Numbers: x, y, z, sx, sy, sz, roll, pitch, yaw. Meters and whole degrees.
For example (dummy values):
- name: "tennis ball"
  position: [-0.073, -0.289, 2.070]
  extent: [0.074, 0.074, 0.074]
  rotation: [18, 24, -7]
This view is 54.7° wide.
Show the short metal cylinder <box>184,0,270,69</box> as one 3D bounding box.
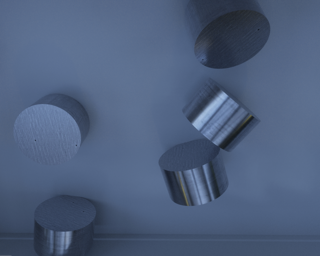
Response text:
- name: "short metal cylinder"
  position: [0.071, -0.111, 0.337]
  extent: [0.081, 0.050, 0.080]
  rotation: [-8, 149, -5]

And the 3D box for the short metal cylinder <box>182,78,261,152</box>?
- name: "short metal cylinder"
  position: [0.074, -0.016, 0.376]
  extent: [0.080, 0.080, 0.050]
  rotation: [37, 106, -13]

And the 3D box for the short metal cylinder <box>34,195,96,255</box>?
- name: "short metal cylinder"
  position: [-0.132, 0.138, 0.432]
  extent: [0.081, 0.080, 0.050]
  rotation: [8, 110, -3]

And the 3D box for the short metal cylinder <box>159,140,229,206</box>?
- name: "short metal cylinder"
  position: [0.044, 0.056, 0.403]
  extent: [0.080, 0.080, 0.050]
  rotation: [-15, 110, 5]

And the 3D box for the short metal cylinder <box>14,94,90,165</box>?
- name: "short metal cylinder"
  position: [-0.136, 0.001, 0.397]
  extent: [0.081, 0.050, 0.079]
  rotation: [0, 110, 0]
